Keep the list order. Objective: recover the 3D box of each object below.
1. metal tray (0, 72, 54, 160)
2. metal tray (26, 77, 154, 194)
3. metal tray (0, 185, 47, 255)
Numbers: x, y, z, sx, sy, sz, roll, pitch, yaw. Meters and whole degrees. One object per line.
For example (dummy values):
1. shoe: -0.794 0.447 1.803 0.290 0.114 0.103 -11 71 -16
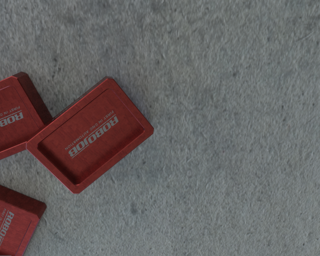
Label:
1. metal tray: -0.214 -0.007 0.401 0.130 0.030 0.090 -21 109 7
2. metal tray: -0.085 0.009 0.389 0.130 0.030 0.090 -39 110 -2
3. metal tray: -0.237 0.153 0.460 0.090 0.030 0.129 26 108 -10
